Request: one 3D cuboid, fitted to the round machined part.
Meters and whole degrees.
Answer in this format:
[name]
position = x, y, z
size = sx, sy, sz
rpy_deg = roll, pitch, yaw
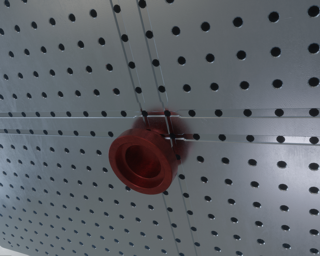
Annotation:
[round machined part]
position = -0.020, 0.043, 0.438
size = 0.098, 0.042, 0.097
rpy_deg = 13, 124, 21
